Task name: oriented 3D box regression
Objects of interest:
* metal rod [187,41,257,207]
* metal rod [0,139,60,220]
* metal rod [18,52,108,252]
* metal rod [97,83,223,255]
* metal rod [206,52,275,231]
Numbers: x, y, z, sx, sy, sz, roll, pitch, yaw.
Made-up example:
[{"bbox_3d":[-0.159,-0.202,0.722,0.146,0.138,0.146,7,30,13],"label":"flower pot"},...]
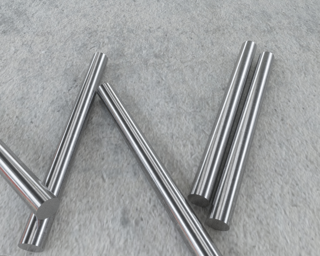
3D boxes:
[{"bbox_3d":[0.096,-0.028,0.428,0.025,0.025,0.301,17,52,13],"label":"metal rod"},{"bbox_3d":[-0.217,0.008,0.375,0.300,0.025,0.025,33,57,30],"label":"metal rod"},{"bbox_3d":[-0.111,0.003,0.398,0.025,0.025,0.300,5,50,3],"label":"metal rod"},{"bbox_3d":[-0.008,0.046,0.364,0.025,0.025,0.300,-22,54,-18],"label":"metal rod"},{"bbox_3d":[0.116,-0.006,0.409,0.025,0.025,0.301,17,52,14],"label":"metal rod"}]
